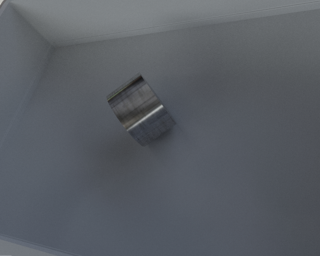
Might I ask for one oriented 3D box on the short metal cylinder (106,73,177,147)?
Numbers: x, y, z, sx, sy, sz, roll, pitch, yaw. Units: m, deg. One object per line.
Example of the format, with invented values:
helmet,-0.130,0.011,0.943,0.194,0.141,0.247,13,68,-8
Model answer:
short metal cylinder,-0.022,-0.023,0.392,0.050,0.080,0.080,-36,51,4
